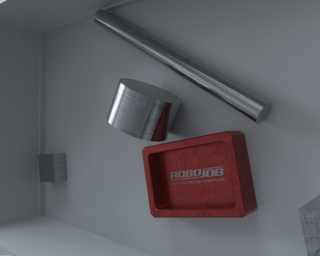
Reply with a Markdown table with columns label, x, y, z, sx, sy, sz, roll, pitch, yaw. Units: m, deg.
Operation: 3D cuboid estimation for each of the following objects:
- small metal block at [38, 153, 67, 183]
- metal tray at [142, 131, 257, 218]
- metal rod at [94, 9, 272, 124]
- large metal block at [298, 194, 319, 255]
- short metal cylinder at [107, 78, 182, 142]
| label | x | y | z | sx | sy | sz | roll | pitch | yaw |
| --- | --- | --- | --- | --- | --- | --- | --- | --- | --- |
| small metal block | -0.196 | 0.072 | 0.565 | 0.050 | 0.025 | 0.050 | -6 | 86 | 39 |
| metal tray | 0.041 | 0.058 | 0.368 | 0.130 | 0.030 | 0.090 | -14 | 82 | 38 |
| metal rod | 0.008 | -0.093 | 0.398 | 0.300 | 0.025 | 0.025 | 38 | 113 | 33 |
| large metal block | 0.155 | 0.095 | 0.243 | 0.050 | 0.081 | 0.080 | -15 | 81 | 39 |
| short metal cylinder | -0.020 | -0.024 | 0.386 | 0.080 | 0.081 | 0.050 | 33 | 111 | 35 |
